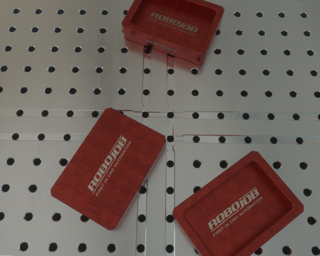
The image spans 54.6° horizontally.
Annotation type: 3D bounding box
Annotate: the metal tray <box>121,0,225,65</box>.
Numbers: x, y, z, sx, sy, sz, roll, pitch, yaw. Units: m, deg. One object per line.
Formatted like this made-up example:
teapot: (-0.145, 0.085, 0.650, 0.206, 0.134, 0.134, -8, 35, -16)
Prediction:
metal tray: (0.020, -0.159, 0.467, 0.130, 0.030, 0.090, 21, 71, 7)

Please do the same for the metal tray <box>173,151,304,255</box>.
metal tray: (0.091, 0.100, 0.373, 0.131, 0.030, 0.090, -34, 74, -12)

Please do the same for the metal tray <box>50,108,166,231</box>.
metal tray: (-0.061, 0.049, 0.391, 0.090, 0.030, 0.130, 28, 72, 9)
